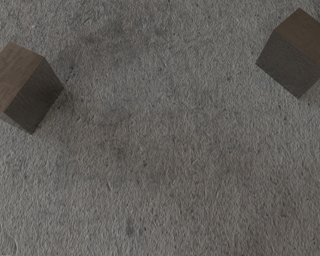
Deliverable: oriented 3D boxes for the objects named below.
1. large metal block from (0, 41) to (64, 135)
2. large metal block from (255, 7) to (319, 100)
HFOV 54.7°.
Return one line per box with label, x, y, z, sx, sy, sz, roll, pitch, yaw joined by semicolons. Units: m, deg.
large metal block;-0.177;-0.048;0.395;0.050;0.080;0.080;25;72;9
large metal block;0.186;-0.097;0.415;0.050;0.080;0.080;-41;75;-13
